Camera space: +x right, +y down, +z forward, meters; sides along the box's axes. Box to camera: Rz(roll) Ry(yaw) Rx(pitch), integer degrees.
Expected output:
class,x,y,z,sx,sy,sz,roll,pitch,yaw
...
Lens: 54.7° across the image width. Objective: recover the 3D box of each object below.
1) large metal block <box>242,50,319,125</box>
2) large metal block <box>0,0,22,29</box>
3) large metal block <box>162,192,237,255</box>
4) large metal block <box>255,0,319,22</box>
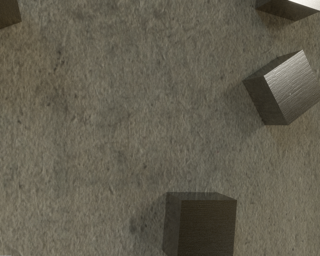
class,x,y,z,sx,sy,sz,roll,pitch,yaw
large metal block,0.185,-0.059,0.466,0.080,0.050,0.080,-34,101,-17
large metal block,-0.192,-0.128,0.309,0.081,0.080,0.050,-28,100,-18
large metal block,0.052,0.131,0.417,0.081,0.050,0.080,5,88,-20
large metal block,0.197,-0.218,0.470,0.081,0.050,0.080,7,88,-20
